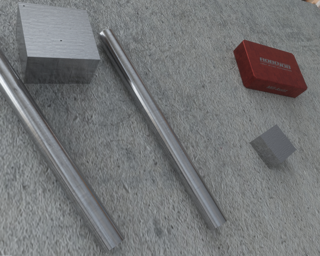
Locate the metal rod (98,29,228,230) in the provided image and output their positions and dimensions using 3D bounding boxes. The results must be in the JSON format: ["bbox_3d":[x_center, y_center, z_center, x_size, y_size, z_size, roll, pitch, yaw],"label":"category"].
[{"bbox_3d":[-0.004,-0.008,0.408,0.025,0.025,0.299,-20,73,-36],"label":"metal rod"}]

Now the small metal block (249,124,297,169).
[{"bbox_3d":[0.177,0.029,0.485,0.050,0.025,0.050,-26,76,-37],"label":"small metal block"}]

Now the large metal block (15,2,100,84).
[{"bbox_3d":[-0.128,-0.102,0.382,0.081,0.050,0.080,-5,64,-31],"label":"large metal block"}]

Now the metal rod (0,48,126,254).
[{"bbox_3d":[-0.132,-0.002,0.334,0.025,0.025,0.299,-29,78,-38],"label":"metal rod"}]

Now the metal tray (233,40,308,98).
[{"bbox_3d":[0.208,-0.110,0.583,0.131,0.030,0.090,7,59,-25],"label":"metal tray"}]
